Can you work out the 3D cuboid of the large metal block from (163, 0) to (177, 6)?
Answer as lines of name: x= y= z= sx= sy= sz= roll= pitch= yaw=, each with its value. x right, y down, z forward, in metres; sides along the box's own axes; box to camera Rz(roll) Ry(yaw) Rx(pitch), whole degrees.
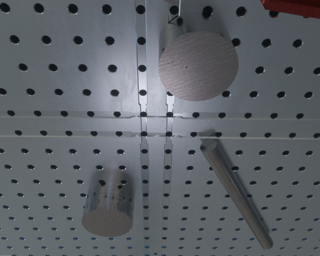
large metal block: x=-0.006 y=-0.164 z=0.256 sx=0.080 sy=0.050 sz=0.080 roll=21 pitch=127 yaw=-17

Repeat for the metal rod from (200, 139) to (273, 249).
metal rod: x=0.138 y=0.125 z=0.518 sx=0.025 sy=0.025 sz=0.300 roll=-22 pitch=127 yaw=18

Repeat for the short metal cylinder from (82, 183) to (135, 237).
short metal cylinder: x=-0.083 y=0.136 z=0.510 sx=0.081 sy=0.050 sz=0.079 roll=0 pitch=130 yaw=0

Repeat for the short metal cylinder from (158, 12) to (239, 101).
short metal cylinder: x=0.039 y=-0.075 z=0.331 sx=0.081 sy=0.050 sz=0.079 roll=0 pitch=130 yaw=0

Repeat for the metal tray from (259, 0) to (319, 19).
metal tray: x=0.150 y=-0.165 z=0.268 sx=0.091 sy=0.030 sz=0.129 roll=7 pitch=130 yaw=-6
